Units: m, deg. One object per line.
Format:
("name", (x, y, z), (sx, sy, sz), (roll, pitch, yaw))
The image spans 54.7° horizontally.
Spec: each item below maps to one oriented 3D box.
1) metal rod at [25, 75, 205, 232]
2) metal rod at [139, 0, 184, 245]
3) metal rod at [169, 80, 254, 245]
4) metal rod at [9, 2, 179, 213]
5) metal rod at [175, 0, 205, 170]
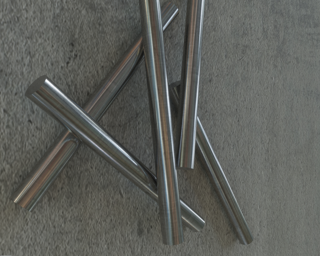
("metal rod", (-0.027, 0.051, 0.359), (0.300, 0.025, 0.025), (47, 62, -37))
("metal rod", (0.001, -0.017, 0.362), (0.025, 0.025, 0.298), (-5, 89, -40))
("metal rod", (0.083, 0.065, 0.474), (0.025, 0.025, 0.299), (-41, 115, -32))
("metal rod", (-0.059, -0.043, 0.354), (0.025, 0.025, 0.300), (47, 62, -30))
("metal rod", (0.043, -0.095, 0.413), (0.025, 0.025, 0.299), (18, 70, -39))
